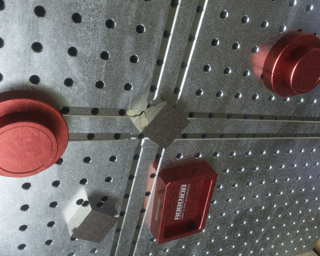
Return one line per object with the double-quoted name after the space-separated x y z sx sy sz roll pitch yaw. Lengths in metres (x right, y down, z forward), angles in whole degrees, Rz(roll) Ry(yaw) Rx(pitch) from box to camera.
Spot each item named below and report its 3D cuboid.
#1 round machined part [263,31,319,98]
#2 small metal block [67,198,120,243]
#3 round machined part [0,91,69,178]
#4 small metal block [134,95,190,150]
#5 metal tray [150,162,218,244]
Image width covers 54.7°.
0.205 -0.089 0.457 0.099 0.042 0.097 -14 124 -21 "round machined part"
-0.095 0.133 0.441 0.050 0.025 0.050 32 101 -38 "small metal block"
-0.147 0.013 0.328 0.099 0.042 0.097 -14 124 -21 "round machined part"
0.003 -0.007 0.408 0.050 0.025 0.050 -49 129 6 "small metal block"
0.037 0.123 0.503 0.091 0.030 0.129 -7 122 -25 "metal tray"
